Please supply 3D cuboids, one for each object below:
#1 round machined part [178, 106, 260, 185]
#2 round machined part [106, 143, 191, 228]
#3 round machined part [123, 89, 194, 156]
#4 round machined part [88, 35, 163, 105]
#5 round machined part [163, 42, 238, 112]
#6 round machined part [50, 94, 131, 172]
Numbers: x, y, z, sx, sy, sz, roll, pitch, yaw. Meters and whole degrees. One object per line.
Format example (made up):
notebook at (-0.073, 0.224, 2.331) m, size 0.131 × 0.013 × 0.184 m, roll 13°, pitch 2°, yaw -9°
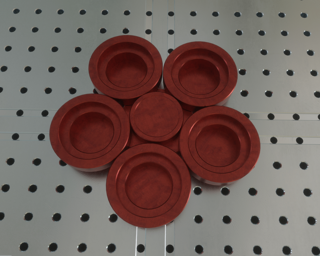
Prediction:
round machined part at (0.072, 0.024, 0.394) m, size 0.099 × 0.042 × 0.098 m, roll 0°, pitch 70°, yaw 0°
round machined part at (-0.013, 0.071, 0.376) m, size 0.099 × 0.042 × 0.098 m, roll 0°, pitch 70°, yaw 0°
round machined part at (-0.004, -0.008, 0.405) m, size 0.099 × 0.042 × 0.098 m, roll 0°, pitch 70°, yaw 0°
round machined part at (-0.046, -0.076, 0.430) m, size 0.099 × 0.042 × 0.098 m, roll 0°, pitch 70°, yaw 0°
round machined part at (0.053, -0.066, 0.427) m, size 0.099 × 0.042 × 0.098 m, roll 0°, pitch 70°, yaw 0°
round machined part at (-0.086, 0.008, 0.399) m, size 0.099 × 0.042 × 0.098 m, roll 0°, pitch 70°, yaw 0°
